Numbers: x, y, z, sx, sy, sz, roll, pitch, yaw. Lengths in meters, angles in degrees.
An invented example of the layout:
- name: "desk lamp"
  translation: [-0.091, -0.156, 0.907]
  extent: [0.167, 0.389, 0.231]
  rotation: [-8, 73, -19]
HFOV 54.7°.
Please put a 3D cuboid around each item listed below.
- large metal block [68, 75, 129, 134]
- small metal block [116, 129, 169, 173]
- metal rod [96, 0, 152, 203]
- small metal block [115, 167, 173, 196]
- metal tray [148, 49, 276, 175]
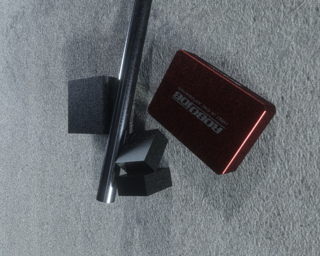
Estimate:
- name: "large metal block"
  translation: [-0.092, -0.032, 0.462]
  extent: [0.080, 0.050, 0.079]
  rotation: [0, 90, 40]
- name: "small metal block"
  translation: [-0.023, 0.031, 0.405]
  extent: [0.050, 0.025, 0.050]
  rotation: [-10, 44, 39]
- name: "metal rod"
  translation: [-0.047, -0.048, 0.420]
  extent: [0.025, 0.025, 0.298]
  rotation: [11, 91, 39]
- name: "small metal block"
  translation: [-0.020, 0.069, 0.402]
  extent: [0.050, 0.050, 0.025]
  rotation: [-10, 90, 39]
- name: "metal tray"
  translation: [0.052, -0.021, 0.357]
  extent: [0.130, 0.030, 0.089]
  rotation: [42, 115, 31]
